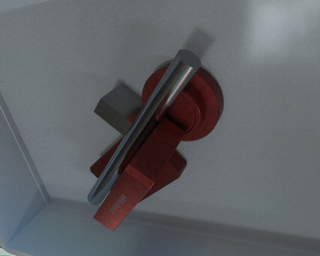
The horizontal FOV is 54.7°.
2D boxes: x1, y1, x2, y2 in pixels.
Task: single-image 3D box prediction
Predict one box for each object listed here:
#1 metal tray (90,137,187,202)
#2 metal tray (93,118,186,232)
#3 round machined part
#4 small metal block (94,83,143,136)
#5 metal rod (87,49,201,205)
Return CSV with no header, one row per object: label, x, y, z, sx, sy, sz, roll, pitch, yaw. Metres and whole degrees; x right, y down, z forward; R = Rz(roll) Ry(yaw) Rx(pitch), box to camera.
metal tray,-0.036,0.057,0.456,0.090,0.030,0.129,46,129,-5
metal tray,-0.026,0.057,0.363,0.030,0.090,0.129,36,135,1
round machined part,0.022,-0.025,0.367,0.098,0.042,0.097,13,124,20
small metal block,-0.047,-0.024,0.399,0.050,0.050,0.025,39,129,1
metal rod,-0.037,0.023,0.389,0.025,0.025,0.298,38,133,2
